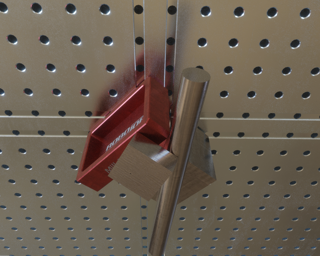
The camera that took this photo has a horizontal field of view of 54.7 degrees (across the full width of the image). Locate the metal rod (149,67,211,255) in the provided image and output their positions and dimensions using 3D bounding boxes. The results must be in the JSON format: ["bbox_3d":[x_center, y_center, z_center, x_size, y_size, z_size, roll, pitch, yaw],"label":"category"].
[{"bbox_3d":[0.013,0.066,0.363,0.025,0.025,0.298,5,130,-5],"label":"metal rod"}]

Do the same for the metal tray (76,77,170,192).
[{"bbox_3d":[-0.045,0.008,0.375,0.030,0.090,0.130,36,121,-27],"label":"metal tray"}]

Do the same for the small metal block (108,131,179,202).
[{"bbox_3d":[-0.017,0.040,0.317,0.050,0.025,0.050,33,123,-3],"label":"small metal block"}]

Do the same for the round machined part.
[{"bbox_3d":[-0.022,0.027,0.392,0.042,0.098,0.098,35,122,-26],"label":"round machined part"}]

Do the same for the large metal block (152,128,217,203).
[{"bbox_3d":[0.022,0.047,0.412,0.050,0.080,0.080,36,121,-27],"label":"large metal block"}]
